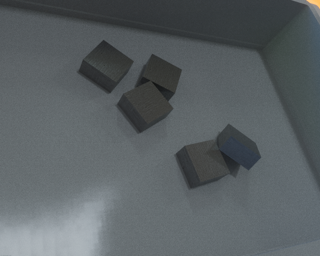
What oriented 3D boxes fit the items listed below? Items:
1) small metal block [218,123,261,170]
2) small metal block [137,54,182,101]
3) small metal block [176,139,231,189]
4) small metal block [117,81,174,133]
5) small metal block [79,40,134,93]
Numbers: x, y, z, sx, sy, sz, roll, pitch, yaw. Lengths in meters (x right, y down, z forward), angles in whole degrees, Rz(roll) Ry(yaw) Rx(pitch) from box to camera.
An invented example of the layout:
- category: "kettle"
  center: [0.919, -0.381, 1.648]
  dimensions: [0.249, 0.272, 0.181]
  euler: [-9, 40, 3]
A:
- category: "small metal block"
  center: [0.110, 0.025, 0.435]
  dimensions: [0.050, 0.025, 0.050]
  euler: [35, 21, -5]
- category: "small metal block"
  center: [0.000, -0.072, 0.449]
  dimensions: [0.050, 0.025, 0.050]
  euler: [26, 52, -12]
- category: "small metal block"
  center: [0.057, 0.046, 0.408]
  dimensions: [0.050, 0.025, 0.050]
  euler: [-10, 67, -32]
- category: "small metal block"
  center: [-0.019, -0.029, 0.413]
  dimensions: [0.050, 0.025, 0.050]
  euler: [-32, 80, -38]
- category: "small metal block"
  center: [-0.072, -0.083, 0.418]
  dimensions: [0.050, 0.025, 0.050]
  euler: [35, 51, -5]
